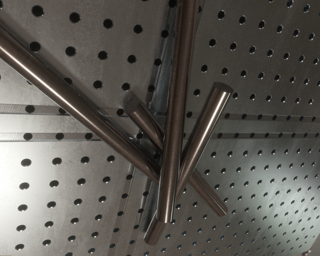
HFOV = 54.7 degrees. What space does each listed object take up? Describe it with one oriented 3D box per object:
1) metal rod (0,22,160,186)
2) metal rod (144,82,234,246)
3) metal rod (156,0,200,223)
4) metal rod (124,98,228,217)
[{"bbox_3d":[-0.075,-0.007,0.366,0.025,0.025,0.300,-43,130,1],"label":"metal rod"},{"bbox_3d":[0.029,0.070,0.441,0.025,0.025,0.298,0,128,-29],"label":"metal rod"},{"bbox_3d":[0.020,-0.011,0.390,0.025,0.025,0.298,-5,113,-26],"label":"metal rod"},{"bbox_3d":[0.040,0.062,0.473,0.025,0.025,0.300,-40,130,-1],"label":"metal rod"}]
